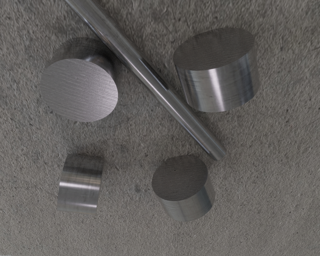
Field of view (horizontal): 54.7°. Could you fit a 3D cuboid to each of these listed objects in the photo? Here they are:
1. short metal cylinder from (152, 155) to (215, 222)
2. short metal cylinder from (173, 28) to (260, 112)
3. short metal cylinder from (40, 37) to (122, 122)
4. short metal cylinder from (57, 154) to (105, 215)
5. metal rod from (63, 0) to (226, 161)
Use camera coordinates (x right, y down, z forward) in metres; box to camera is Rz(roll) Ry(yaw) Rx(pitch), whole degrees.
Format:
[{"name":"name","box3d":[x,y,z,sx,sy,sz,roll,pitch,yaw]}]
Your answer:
[{"name":"short metal cylinder","box3d":[0.034,0.085,0.444,0.080,0.080,0.050,-14,129,11]},{"name":"short metal cylinder","box3d":[0.059,-0.061,0.320,0.080,0.080,0.050,-14,129,11]},{"name":"short metal cylinder","box3d":[-0.085,-0.053,0.345,0.081,0.050,0.079,0,130,0]},{"name":"short metal cylinder","box3d":[-0.109,0.079,0.437,0.050,0.080,0.079,9,130,-8]},{"name":"metal rod","box3d":[-0.008,-0.055,0.360,0.025,0.025,0.300,-30,124,23]}]
